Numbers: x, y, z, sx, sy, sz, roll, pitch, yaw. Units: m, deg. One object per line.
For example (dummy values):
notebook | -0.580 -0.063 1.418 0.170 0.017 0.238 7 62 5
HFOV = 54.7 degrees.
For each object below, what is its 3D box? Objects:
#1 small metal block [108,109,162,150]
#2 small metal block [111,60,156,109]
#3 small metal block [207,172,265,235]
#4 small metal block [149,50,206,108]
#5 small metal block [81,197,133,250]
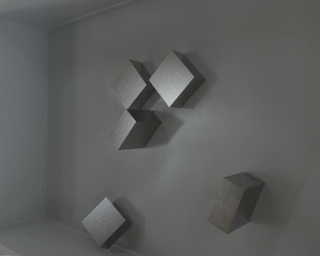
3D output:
small metal block | -0.033 0.002 0.418 0.025 0.050 0.050 49 119 28
small metal block | -0.037 -0.059 0.437 0.050 0.025 0.050 -48 62 29
small metal block | 0.080 0.077 0.324 0.025 0.050 0.050 27 107 37
small metal block | 0.021 -0.061 0.390 0.050 0.025 0.050 -50 61 28
small metal block | -0.078 0.140 0.456 0.050 0.025 0.050 -45 57 -8
